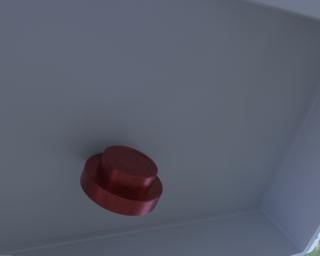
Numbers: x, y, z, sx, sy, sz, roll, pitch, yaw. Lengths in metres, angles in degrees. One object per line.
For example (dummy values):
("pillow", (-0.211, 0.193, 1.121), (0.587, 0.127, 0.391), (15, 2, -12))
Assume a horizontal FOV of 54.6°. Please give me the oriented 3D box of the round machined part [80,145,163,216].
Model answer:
("round machined part", (-0.042, 0.056, 0.373), (0.099, 0.098, 0.042), (11, 113, -33))
